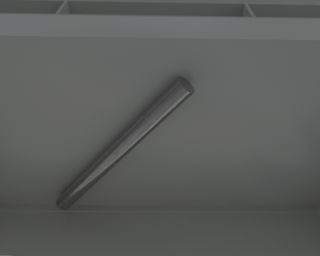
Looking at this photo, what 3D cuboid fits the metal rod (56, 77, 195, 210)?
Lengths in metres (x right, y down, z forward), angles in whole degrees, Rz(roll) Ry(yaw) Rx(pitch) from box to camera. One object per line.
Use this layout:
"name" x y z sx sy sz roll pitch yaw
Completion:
"metal rod" -0.064 0.037 0.439 0.025 0.025 0.299 33 123 -25
